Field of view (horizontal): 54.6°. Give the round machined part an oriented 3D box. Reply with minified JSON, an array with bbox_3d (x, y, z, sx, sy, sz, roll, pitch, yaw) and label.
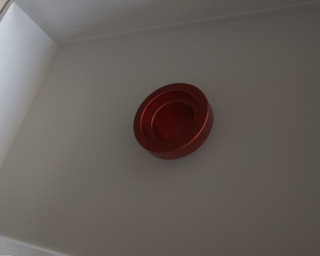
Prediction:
[{"bbox_3d":[0.020,-0.005,0.388,0.098,0.042,0.098,-13,56,21],"label":"round machined part"}]
